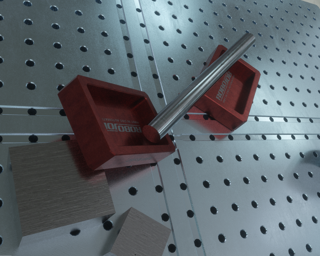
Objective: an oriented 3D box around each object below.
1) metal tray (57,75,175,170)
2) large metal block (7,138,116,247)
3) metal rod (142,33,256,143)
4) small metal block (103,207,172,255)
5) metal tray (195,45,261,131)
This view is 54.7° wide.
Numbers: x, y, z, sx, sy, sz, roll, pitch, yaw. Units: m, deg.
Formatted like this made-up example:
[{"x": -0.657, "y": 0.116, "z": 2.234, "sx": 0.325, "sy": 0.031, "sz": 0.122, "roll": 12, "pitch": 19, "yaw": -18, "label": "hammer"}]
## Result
[{"x": -0.041, "y": -0.004, "z": 0.346, "sx": 0.131, "sy": 0.030, "sz": 0.090, "roll": 4, "pitch": 55, "yaw": -61, "label": "metal tray"}, {"x": -0.099, "y": 0.060, "z": 0.302, "sx": 0.081, "sy": 0.050, "sz": 0.080, "roll": -6, "pitch": 65, "yaw": -31, "label": "large metal block"}, {"x": 0.073, "y": -0.075, "z": 0.452, "sx": 0.025, "sy": 0.025, "sz": 0.302, "roll": 44, "pitch": 51, "yaw": 2, "label": "metal rod"}, {"x": -0.023, "y": 0.119, "z": 0.323, "sx": 0.050, "sy": 0.025, "sz": 0.050, "roll": 32, "pitch": 51, "yaw": -7, "label": "small metal block"}, {"x": 0.109, "y": -0.069, "z": 0.505, "sx": 0.090, "sy": 0.030, "sz": 0.130, "roll": 33, "pitch": 51, "yaw": -6, "label": "metal tray"}]
